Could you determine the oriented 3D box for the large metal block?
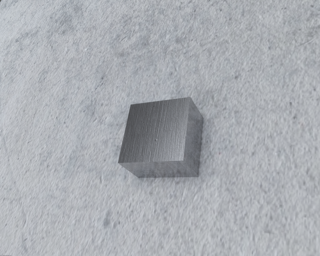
[{"bbox_3d":[0.004,0.014,0.376,0.080,0.050,0.080,-5,59,25],"label":"large metal block"}]
